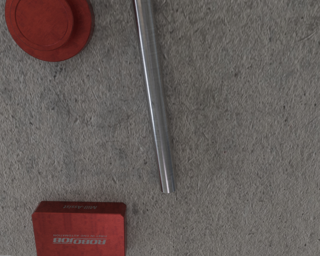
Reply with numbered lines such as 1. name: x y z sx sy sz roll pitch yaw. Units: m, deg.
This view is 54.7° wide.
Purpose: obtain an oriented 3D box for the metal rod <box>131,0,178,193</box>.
1. metal rod: -0.007 -0.053 0.390 0.025 0.025 0.298 -7 110 2

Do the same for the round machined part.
1. round machined part: -0.128 -0.124 0.354 0.099 0.042 0.097 0 110 0

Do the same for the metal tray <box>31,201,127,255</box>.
1. metal tray: -0.117 0.157 0.464 0.131 0.030 0.089 1 110 -1
